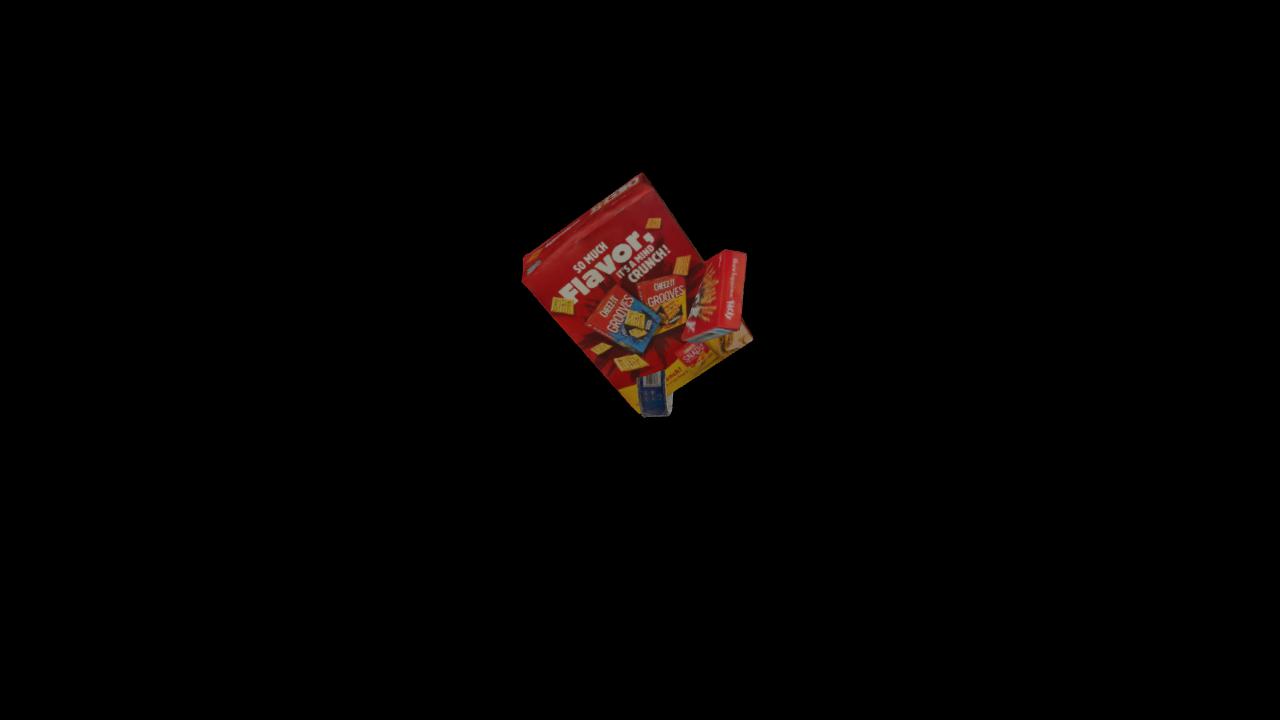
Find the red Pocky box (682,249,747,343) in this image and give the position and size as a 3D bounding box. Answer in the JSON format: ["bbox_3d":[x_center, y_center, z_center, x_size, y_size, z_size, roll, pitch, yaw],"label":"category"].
[{"bbox_3d":[0.067,-0.061,0.675,0.028,0.083,0.155,11,-10,-17],"label":"red Pocky box"}]

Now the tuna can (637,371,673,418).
[{"bbox_3d":[0.019,0.027,0.738,0.034,0.084,0.084,-2,0,9],"label":"tuna can"}]

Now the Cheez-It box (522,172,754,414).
[{"bbox_3d":[0.000,-0.066,0.685,0.166,0.223,0.071,-34,32,11],"label":"Cheez-It box"}]
